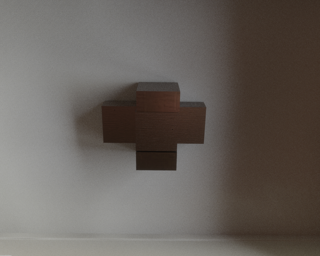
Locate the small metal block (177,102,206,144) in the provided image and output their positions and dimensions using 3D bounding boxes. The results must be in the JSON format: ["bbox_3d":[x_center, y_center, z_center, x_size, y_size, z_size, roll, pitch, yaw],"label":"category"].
[{"bbox_3d":[0.032,-0.007,0.407,0.050,0.025,0.050,1,110,-1],"label":"small metal block"}]

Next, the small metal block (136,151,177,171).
[{"bbox_3d":[-0.005,0.033,0.406,0.050,0.050,0.025,1,110,-1],"label":"small metal block"}]

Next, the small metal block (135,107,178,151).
[{"bbox_3d":[-0.004,0.001,0.382,0.050,0.025,0.050,1,110,-1],"label":"small metal block"}]

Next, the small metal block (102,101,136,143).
[{"bbox_3d":[-0.048,-0.008,0.405,0.050,0.025,0.050,1,110,-1],"label":"small metal block"}]

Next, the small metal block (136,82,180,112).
[{"bbox_3d":[-0.002,-0.039,0.381,0.050,0.050,0.025,1,110,-1],"label":"small metal block"}]
